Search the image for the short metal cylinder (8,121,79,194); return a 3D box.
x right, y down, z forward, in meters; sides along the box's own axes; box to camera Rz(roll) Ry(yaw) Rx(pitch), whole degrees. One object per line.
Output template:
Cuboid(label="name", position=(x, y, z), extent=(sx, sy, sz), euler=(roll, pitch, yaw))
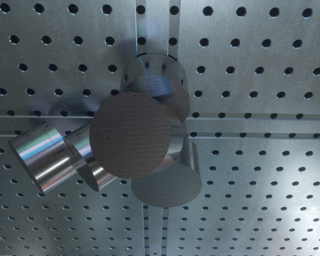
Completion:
Cuboid(label="short metal cylinder", position=(-0.149, 0.037, 0.397), extent=(0.050, 0.080, 0.080), euler=(-35, 136, -27))

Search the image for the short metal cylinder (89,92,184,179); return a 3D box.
Cuboid(label="short metal cylinder", position=(-0.022, 0.008, 0.307), extent=(0.080, 0.080, 0.050), euler=(-19, 171, 15))

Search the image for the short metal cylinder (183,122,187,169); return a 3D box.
Cuboid(label="short metal cylinder", position=(-0.002, 0.022, 0.413), extent=(0.081, 0.050, 0.079), euler=(0, 130, 0))

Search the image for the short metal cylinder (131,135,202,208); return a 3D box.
Cuboid(label="short metal cylinder", position=(0.007, 0.051, 0.370), extent=(0.081, 0.050, 0.079), euler=(0, 130, 0))

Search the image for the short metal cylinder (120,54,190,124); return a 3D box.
Cuboid(label="short metal cylinder", position=(-0.007, -0.039, 0.361), extent=(0.081, 0.050, 0.079), euler=(0, 130, 0))

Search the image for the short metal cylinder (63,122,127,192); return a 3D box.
Cuboid(label="short metal cylinder", position=(-0.080, 0.033, 0.394), extent=(0.050, 0.080, 0.080), euler=(-34, 136, -27))
